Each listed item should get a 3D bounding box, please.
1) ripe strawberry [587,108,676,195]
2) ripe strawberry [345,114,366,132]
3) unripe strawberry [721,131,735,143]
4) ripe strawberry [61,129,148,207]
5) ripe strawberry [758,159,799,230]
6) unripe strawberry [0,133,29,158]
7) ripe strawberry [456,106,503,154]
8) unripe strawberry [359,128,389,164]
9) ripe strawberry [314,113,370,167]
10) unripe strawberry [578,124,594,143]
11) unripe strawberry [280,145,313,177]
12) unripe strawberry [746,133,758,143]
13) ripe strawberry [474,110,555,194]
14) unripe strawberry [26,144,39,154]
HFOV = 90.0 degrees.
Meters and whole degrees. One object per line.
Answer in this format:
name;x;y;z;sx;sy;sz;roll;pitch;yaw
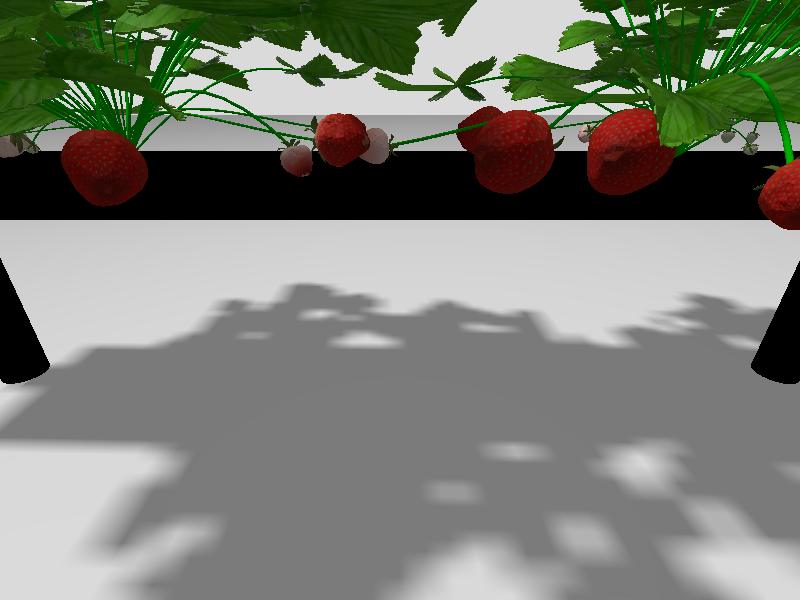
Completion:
ripe strawberry;0.111;-0.071;0.197;0.039;0.041;0.042;20;33;34
ripe strawberry;-0.052;-0.181;0.426;0.031;0.031;0.034;-15;30;-30
unripe strawberry;0.335;-0.167;0.410;0.010;0.011;0.011;-20;33;-35
ripe strawberry;-0.128;-0.056;0.175;0.030;0.032;0.033;-14;48;-26
ripe strawberry;0.137;-0.035;0.137;0.021;0.024;0.023;10;44;20
unripe strawberry;-0.349;-0.144;0.342;0.045;0.043;0.041;4;26;9
ripe strawberry;0.069;-0.143;0.342;0.042;0.041;0.039;3;26;7
unripe strawberry;-0.022;-0.116;0.302;0.026;0.026;0.025;-3;26;-5
ripe strawberry;-0.039;-0.110;0.276;0.035;0.035;0.038;8;27;14
unripe strawberry;0.211;-0.188;0.454;0.017;0.020;0.019;-3;6;-5
unripe strawberry;-0.062;-0.084;0.243;0.018;0.019;0.021;-27;7;39
unripe strawberry;0.357;-0.164;0.406;0.010;0.010;0.009;-16;31;-30
ripe strawberry;0.054;-0.073;0.200;0.041;0.040;0.038;-20;33;-34
unripe strawberry;-0.341;-0.140;0.369;0.011;0.011;0.011;-26;13;31
